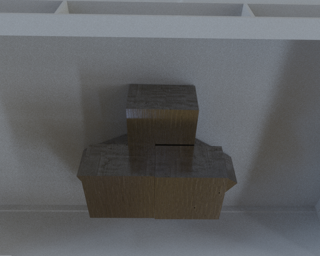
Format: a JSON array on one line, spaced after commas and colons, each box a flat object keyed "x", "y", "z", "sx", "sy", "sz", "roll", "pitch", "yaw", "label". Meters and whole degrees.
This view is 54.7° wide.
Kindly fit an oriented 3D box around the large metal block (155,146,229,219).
[{"x": 0.034, "y": 0.068, "z": 0.381, "sx": 0.081, "sy": 0.050, "sz": 0.079, "roll": 0, "pitch": 130, "yaw": -1, "label": "large metal block"}]

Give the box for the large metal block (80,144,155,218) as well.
[{"x": -0.047, "y": 0.066, "z": 0.381, "sx": 0.081, "sy": 0.050, "sz": 0.079, "roll": 0, "pitch": 130, "yaw": -1, "label": "large metal block"}]

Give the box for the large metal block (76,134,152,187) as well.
[{"x": -0.057, "y": 0.062, "z": 0.443, "sx": 0.080, "sy": 0.050, "sz": 0.080, "roll": -21, "pitch": 127, "yaw": 16, "label": "large metal block"}]

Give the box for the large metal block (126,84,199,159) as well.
[{"x": 0.002, "y": -0.006, "z": 0.385, "sx": 0.081, "sy": 0.050, "sz": 0.079, "roll": 1, "pitch": 130, "yaw": -1, "label": "large metal block"}]

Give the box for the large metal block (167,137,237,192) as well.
[{"x": 0.049, "y": 0.067, "z": 0.446, "sx": 0.080, "sy": 0.050, "sz": 0.080, "roll": 28, "pitch": 125, "yaw": -21, "label": "large metal block"}]
